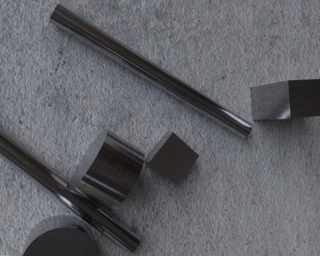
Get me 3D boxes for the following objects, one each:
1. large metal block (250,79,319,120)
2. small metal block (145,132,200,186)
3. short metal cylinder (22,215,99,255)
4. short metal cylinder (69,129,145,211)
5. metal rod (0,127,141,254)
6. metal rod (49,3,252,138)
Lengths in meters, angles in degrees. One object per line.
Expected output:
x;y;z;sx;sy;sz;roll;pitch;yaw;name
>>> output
0.191;-0.040;0.451;0.081;0.080;0.050;-5;92;-20;large metal block
0.015;0.040;0.415;0.050;0.025;0.050;42;77;-15;small metal block
-0.114;0.146;0.354;0.081;0.050;0.080;0;90;-20;short metal cylinder
-0.061;0.048;0.357;0.050;0.080;0.080;33;79;-17;short metal cylinder
-0.139;0.051;0.357;0.300;0.025;0.025;43;77;-15;metal rod
0.002;-0.066;0.409;0.301;0.025;0.025;29;81;-18;metal rod
